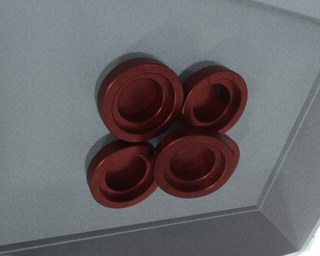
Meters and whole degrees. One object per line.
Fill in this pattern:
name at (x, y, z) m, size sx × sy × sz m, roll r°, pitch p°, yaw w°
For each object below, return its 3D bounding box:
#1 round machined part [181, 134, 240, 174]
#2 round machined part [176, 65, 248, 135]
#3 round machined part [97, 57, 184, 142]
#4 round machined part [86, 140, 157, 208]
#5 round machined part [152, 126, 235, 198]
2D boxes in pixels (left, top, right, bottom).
round machined part at (0.066, 0.046, 0.462) m, size 0.099 × 0.042 × 0.097 m, roll -14°, pitch 125°, yaw -21°
round machined part at (0.063, -0.036, 0.409) m, size 0.099 × 0.042 × 0.097 m, roll -14°, pitch 125°, yaw -21°
round machined part at (-0.025, -0.035, 0.361) m, size 0.099 × 0.042 × 0.097 m, roll -14°, pitch 125°, yaw -21°
round machined part at (-0.047, 0.054, 0.404) m, size 0.099 × 0.042 × 0.097 m, roll -14°, pitch 125°, yaw -21°
round machined part at (0.039, 0.038, 0.387) m, size 0.099 × 0.042 × 0.097 m, roll -3°, pitch 122°, yaw -5°
